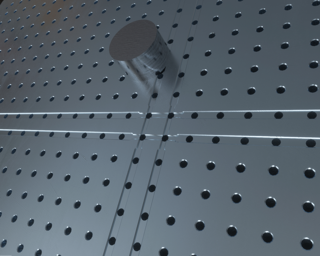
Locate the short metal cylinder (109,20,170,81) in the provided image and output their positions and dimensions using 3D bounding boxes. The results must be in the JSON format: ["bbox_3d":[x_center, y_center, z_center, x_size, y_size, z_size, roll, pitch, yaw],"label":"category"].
[{"bbox_3d":[-0.031,-0.120,0.480,0.080,0.050,0.080,-13,56,20],"label":"short metal cylinder"}]
